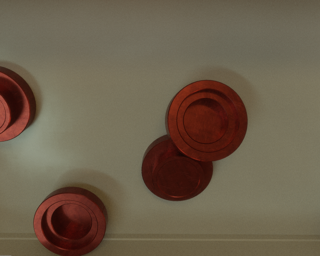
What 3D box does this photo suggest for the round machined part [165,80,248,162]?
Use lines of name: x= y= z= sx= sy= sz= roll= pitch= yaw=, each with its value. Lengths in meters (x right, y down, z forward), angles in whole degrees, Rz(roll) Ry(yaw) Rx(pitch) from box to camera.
round machined part: x=0.055 y=-0.008 z=0.388 sx=0.099 sy=0.042 sz=0.097 roll=0 pitch=87 yaw=-8

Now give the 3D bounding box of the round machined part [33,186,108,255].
round machined part: x=-0.124 y=0.129 z=0.444 sx=0.099 sy=0.042 sz=0.097 roll=0 pitch=103 yaw=-1

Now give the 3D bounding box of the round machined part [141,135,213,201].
round machined part: x=0.024 y=0.060 z=0.425 sx=0.099 sy=0.042 sz=0.097 roll=0 pitch=110 yaw=-1

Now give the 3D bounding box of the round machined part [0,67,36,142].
round machined part: x=-0.214 y=-0.027 z=0.389 sx=0.099 sy=0.042 sz=0.097 roll=0 pitch=110 yaw=-1
